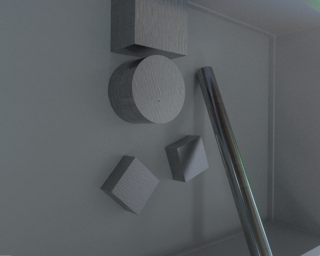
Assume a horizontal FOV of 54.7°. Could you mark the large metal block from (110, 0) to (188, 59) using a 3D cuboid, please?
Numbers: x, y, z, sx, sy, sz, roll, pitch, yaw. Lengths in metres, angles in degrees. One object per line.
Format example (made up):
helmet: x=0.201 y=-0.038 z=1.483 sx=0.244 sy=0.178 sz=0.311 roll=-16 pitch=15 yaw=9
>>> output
large metal block: x=-0.012 y=-0.131 z=0.381 sx=0.081 sy=0.050 sz=0.079 roll=1 pitch=90 yaw=-40

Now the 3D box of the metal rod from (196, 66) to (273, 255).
metal rod: x=0.098 y=0.050 z=0.413 sx=0.025 sy=0.025 sz=0.299 roll=6 pitch=62 yaw=-40

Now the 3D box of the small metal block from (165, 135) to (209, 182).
small metal block: x=0.039 y=0.043 z=0.442 sx=0.050 sy=0.025 sz=0.050 roll=-25 pitch=106 yaw=-38

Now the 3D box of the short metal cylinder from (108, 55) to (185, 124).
short metal cylinder: x=-0.016 y=-0.045 z=0.379 sx=0.081 sy=0.050 sz=0.079 roll=0 pitch=90 yaw=-40

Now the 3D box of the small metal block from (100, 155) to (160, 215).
small metal block: x=-0.036 y=0.069 z=0.379 sx=0.050 sy=0.025 sz=0.050 roll=49 pitch=61 yaw=-29
